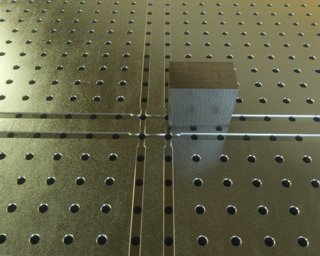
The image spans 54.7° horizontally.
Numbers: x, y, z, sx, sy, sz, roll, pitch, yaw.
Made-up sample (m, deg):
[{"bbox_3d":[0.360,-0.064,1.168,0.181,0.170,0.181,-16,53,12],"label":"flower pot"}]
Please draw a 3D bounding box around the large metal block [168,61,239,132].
[{"bbox_3d":[0.051,-0.039,0.406,0.081,0.080,0.050,0,50,0],"label":"large metal block"}]
